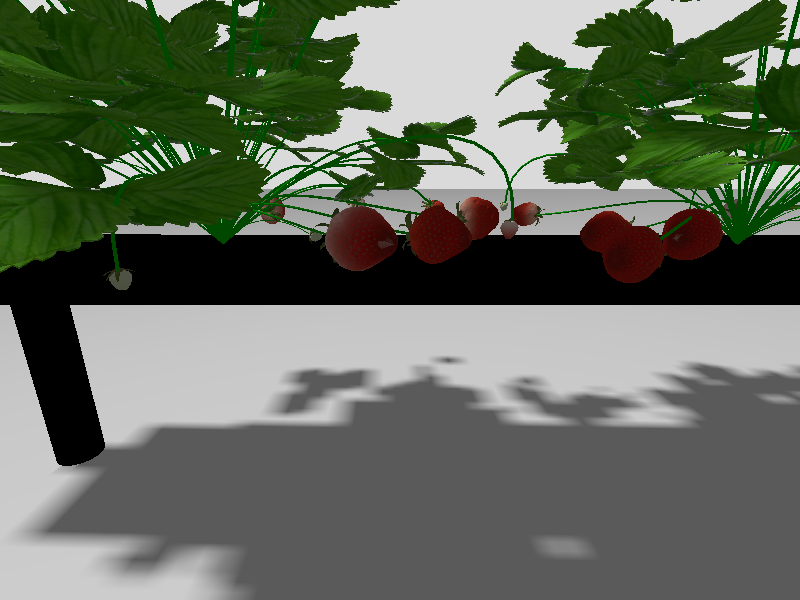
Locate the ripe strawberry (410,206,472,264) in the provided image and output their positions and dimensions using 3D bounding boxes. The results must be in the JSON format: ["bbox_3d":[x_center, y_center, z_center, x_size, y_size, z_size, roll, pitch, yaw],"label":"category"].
[{"bbox_3d":[0.028,-0.043,0.271,0.040,0.039,0.037,8,19,22],"label":"ripe strawberry"}]

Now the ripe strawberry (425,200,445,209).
[{"bbox_3d":[0.047,-0.115,0.524,0.027,0.029,0.030,18,-17,45],"label":"ripe strawberry"}]

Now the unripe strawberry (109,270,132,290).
[{"bbox_3d":[-0.134,-0.009,0.192,0.009,0.010,0.010,-2,17,-7],"label":"unripe strawberry"}]

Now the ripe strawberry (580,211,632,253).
[{"bbox_3d":[0.151,-0.050,0.296,0.036,0.031,0.036,-7,18,-19],"label":"ripe strawberry"}]

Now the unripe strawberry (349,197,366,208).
[{"bbox_3d":[-0.061,-0.137,0.590,0.025,0.028,0.027,6,-21,19],"label":"unripe strawberry"}]

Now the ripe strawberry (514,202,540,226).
[{"bbox_3d":[0.146,-0.101,0.469,0.031,0.027,0.031,13,22,39],"label":"ripe strawberry"}]

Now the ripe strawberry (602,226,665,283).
[{"bbox_3d":[0.124,-0.024,0.219,0.033,0.032,0.030,-14,22,-36],"label":"ripe strawberry"}]

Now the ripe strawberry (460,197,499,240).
[{"bbox_3d":[0.072,-0.074,0.365,0.037,0.039,0.034,-1,17,-5],"label":"ripe strawberry"}]

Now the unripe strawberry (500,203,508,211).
[{"bbox_3d":[0.129,-0.116,0.499,0.010,0.010,0.009,16,23,42],"label":"unripe strawberry"}]

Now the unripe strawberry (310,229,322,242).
[{"bbox_3d":[-0.075,-0.058,0.358,0.011,0.011,0.010,7,16,-9],"label":"unripe strawberry"}]

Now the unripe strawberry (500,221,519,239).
[{"bbox_3d":[0.091,-0.058,0.332,0.015,0.015,0.014,1,17,4],"label":"unripe strawberry"}]

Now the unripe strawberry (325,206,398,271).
[{"bbox_3d":[-0.021,-0.035,0.238,0.039,0.039,0.043,14,22,38],"label":"unripe strawberry"}]

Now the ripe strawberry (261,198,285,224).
[{"bbox_3d":[-0.156,-0.111,0.495,0.029,0.033,0.032,0,16,-1],"label":"ripe strawberry"}]

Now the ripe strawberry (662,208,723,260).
[{"bbox_3d":[0.203,-0.045,0.281,0.037,0.037,0.035,-13,21,-34],"label":"ripe strawberry"}]

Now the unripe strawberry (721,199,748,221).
[{"bbox_3d":[0.420,-0.112,0.503,0.026,0.030,0.028,13,20,35],"label":"unripe strawberry"}]
